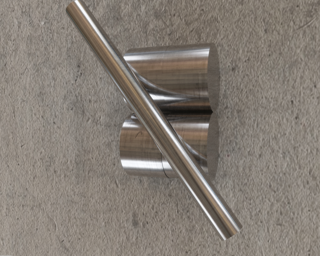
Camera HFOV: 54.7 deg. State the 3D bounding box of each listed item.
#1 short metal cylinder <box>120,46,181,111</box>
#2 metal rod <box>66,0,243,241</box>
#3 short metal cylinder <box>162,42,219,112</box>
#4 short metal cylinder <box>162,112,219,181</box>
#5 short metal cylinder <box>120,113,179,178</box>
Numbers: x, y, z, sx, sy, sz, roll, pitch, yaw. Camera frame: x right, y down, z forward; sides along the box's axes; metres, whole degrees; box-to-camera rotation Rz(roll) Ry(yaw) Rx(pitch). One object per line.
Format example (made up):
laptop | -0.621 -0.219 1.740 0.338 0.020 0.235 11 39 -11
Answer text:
short metal cylinder | -0.008 -0.060 0.384 0.050 0.080 0.079 1 90 20
metal rod | -0.014 -0.018 0.330 0.025 0.025 0.299 -38 78 16
short metal cylinder | 0.039 -0.059 0.367 0.050 0.080 0.079 1 90 20
short metal cylinder | 0.039 0.021 0.367 0.050 0.080 0.079 1 90 20
short metal cylinder | -0.009 0.021 0.384 0.050 0.080 0.079 1 90 20
